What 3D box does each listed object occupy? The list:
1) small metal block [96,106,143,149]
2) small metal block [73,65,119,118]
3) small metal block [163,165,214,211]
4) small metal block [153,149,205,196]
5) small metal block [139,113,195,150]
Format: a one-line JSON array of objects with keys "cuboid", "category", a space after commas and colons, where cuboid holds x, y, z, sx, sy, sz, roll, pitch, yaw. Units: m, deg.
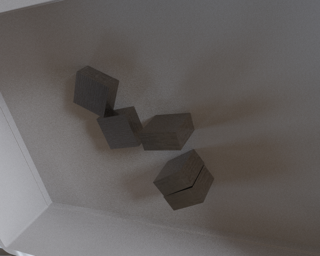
[{"cuboid": [-0.053, 0.000, 0.435, 0.050, 0.025, 0.050, -8, 115, 31], "category": "small metal block"}, {"cuboid": [-0.088, -0.050, 0.422, 0.050, 0.025, 0.050, 27, 128, 11], "category": "small metal block"}, {"cuboid": [0.040, 0.081, 0.421, 0.050, 0.050, 0.025, -27, 104, 37], "category": "small metal block"}, {"cuboid": [0.026, 0.060, 0.415, 0.050, 0.050, 0.025, -30, 102, 37], "category": "small metal block"}, {"cuboid": [0.009, 0.004, 0.389, 0.050, 0.050, 0.025, -2, 117, 29], "category": "small metal block"}]
